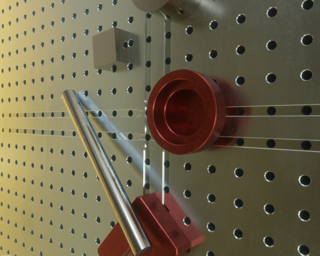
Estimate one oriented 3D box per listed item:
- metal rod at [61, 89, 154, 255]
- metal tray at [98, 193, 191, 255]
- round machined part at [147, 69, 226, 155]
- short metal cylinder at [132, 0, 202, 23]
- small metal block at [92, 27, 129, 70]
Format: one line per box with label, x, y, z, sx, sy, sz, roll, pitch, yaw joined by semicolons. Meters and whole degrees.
metal rod;-0.089;0.046;0.454;0.025;0.025;0.300;-53;52;26
metal tray;-0.027;0.165;0.426;0.090;0.030;0.129;49;119;28
round machined part;0.034;-0.018;0.368;0.098;0.042;0.097;0;90;39
short metal cylinder;0.009;-0.178;0.384;0.080;0.050;0.079;0;90;39
small metal block;-0.075;-0.118;0.469;0.050;0.025;0.050;-6;86;39
